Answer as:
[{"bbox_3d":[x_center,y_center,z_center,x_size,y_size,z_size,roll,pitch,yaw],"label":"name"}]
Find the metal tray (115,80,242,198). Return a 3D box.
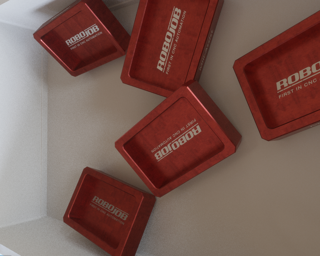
[{"bbox_3d":[0.017,0.017,0.367,0.130,0.030,0.090,-38,91,33],"label":"metal tray"}]

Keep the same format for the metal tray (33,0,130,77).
[{"bbox_3d":[-0.116,-0.133,0.461,0.130,0.090,0.030,-12,43,39],"label":"metal tray"}]

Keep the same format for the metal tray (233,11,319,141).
[{"bbox_3d":[0.143,-0.051,0.285,0.130,0.030,0.090,-28,72,36],"label":"metal tray"}]

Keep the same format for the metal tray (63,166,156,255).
[{"bbox_3d":[-0.077,0.118,0.448,0.130,0.030,0.090,15,80,39],"label":"metal tray"}]

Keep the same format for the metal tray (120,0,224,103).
[{"bbox_3d":[0.013,-0.105,0.372,0.090,0.030,0.129,20,104,15],"label":"metal tray"}]
